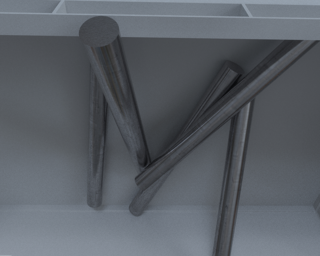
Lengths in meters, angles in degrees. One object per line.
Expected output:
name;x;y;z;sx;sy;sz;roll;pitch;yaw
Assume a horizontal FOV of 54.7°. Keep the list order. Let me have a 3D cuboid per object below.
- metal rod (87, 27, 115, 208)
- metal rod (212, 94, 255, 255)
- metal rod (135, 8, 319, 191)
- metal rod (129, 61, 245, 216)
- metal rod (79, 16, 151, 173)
metal rod;-0.083;0.009;0.415;0.025;0.025;0.298;7;130;-6
metal rod;0.092;0.092;0.408;0.025;0.025;0.298;4;105;-4
metal rod;0.074;-0.021;0.359;0.025;0.025;0.299;34;116;-26
metal rod;0.022;0.035;0.438;0.025;0.025;0.298;19;127;-16
metal rod;-0.030;0.001;0.328;0.025;0.025;0.299;-3;156;2
